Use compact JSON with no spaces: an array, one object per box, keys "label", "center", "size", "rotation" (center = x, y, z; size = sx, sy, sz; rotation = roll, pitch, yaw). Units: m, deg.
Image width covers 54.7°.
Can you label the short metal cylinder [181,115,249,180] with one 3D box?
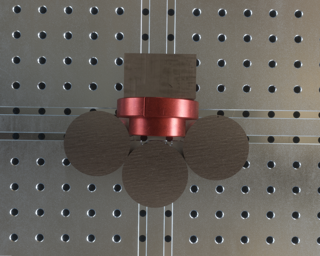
[{"label":"short metal cylinder","center":[0.068,0.024,0.402],"size":[0.081,0.050,0.079],"rotation":[0,90,0]}]

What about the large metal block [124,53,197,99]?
[{"label":"large metal block","center":[0.000,-0.058,0.385],"size":[0.081,0.080,0.050],"rotation":[1,90,0]}]

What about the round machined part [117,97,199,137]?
[{"label":"round machined part","center":[-0.003,-0.011,0.375],"size":[0.099,0.098,0.042],"rotation":[2,90,0]}]

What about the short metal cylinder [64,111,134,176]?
[{"label":"short metal cylinder","center":[-0.076,0.019,0.400],"size":[0.081,0.050,0.079],"rotation":[0,90,0]}]

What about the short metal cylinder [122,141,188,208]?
[{"label":"short metal cylinder","center":[-0.006,0.057,0.401],"size":[0.081,0.050,0.079],"rotation":[0,90,0]}]
